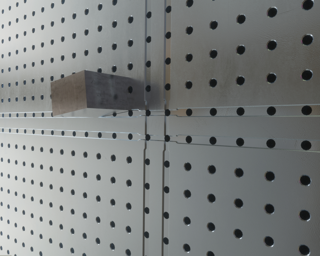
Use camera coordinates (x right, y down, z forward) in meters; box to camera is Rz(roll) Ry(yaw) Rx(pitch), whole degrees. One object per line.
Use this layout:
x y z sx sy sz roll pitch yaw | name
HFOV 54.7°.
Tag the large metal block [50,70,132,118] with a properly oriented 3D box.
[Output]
-0.101 -0.046 0.454 0.080 0.081 0.050 -8 85 39 | large metal block
